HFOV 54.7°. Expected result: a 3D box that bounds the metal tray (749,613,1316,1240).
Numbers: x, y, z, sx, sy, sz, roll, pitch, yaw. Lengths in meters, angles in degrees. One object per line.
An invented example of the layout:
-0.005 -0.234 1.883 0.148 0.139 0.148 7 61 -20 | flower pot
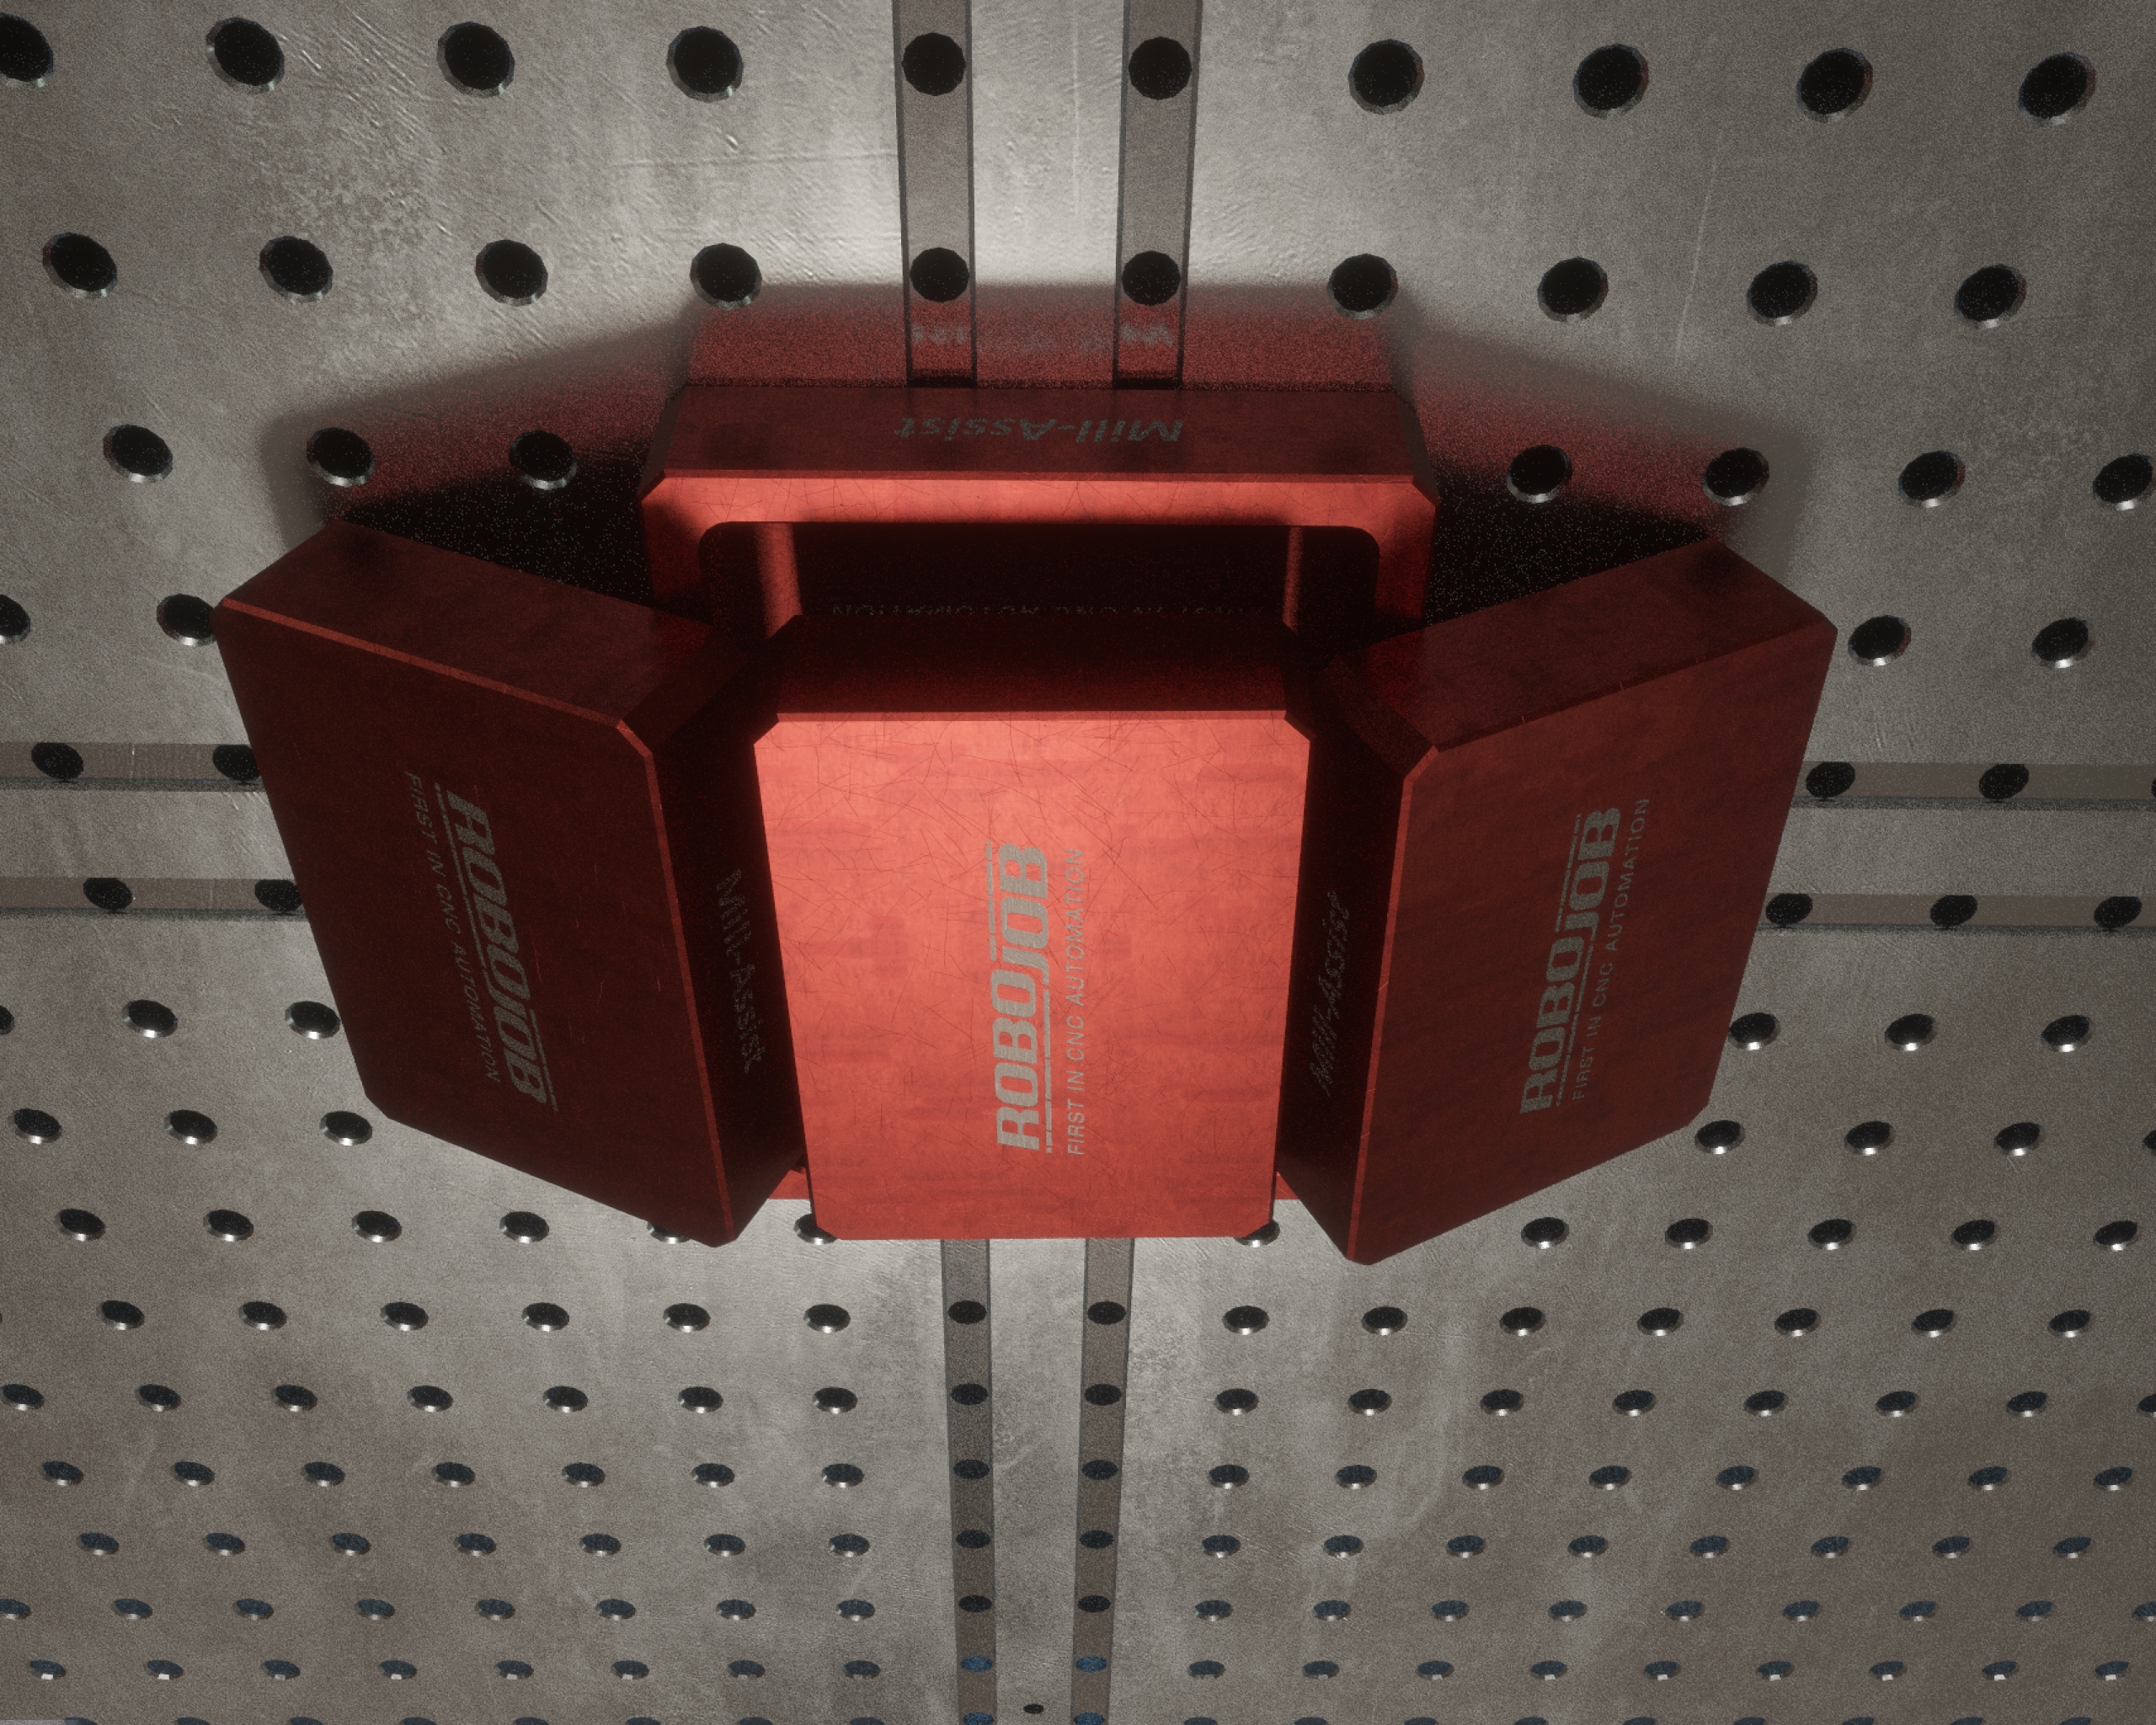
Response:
-0.007 0.016 0.382 0.091 0.030 0.129 0 130 0 | metal tray

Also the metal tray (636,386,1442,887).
-0.007 -0.038 0.375 0.131 0.030 0.089 0 131 -1 | metal tray

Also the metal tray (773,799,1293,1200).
-0.006 0.030 0.435 0.131 0.030 0.089 0 131 -1 | metal tray

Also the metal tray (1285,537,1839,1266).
0.086 0.011 0.394 0.091 0.030 0.129 -19 134 -21 | metal tray

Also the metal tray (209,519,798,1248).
-0.101 0.007 0.389 0.090 0.030 0.129 17 134 19 | metal tray
